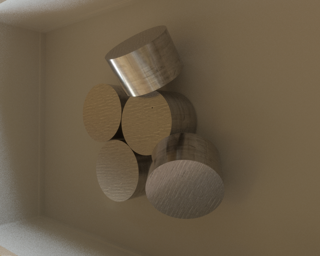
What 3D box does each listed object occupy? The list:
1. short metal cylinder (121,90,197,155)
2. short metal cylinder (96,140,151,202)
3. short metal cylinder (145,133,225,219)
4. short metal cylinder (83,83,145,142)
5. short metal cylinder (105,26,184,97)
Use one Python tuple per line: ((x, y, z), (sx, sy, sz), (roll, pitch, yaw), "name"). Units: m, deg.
((-0.002, -0.007, 0.388), (0.080, 0.050, 0.079), (0, 90, 39), "short metal cylinder")
((-0.041, 0.055, 0.419), (0.080, 0.050, 0.079), (0, 90, 39), "short metal cylinder")
((0.027, 0.052, 0.338), (0.080, 0.050, 0.079), (2, 121, 4), "short metal cylinder")
((-0.064, -0.021, 0.438), (0.080, 0.050, 0.079), (0, 90, 39), "short metal cylinder")
((-0.018, -0.081, 0.373), (0.080, 0.080, 0.050), (-4, 126, 39), "short metal cylinder")
